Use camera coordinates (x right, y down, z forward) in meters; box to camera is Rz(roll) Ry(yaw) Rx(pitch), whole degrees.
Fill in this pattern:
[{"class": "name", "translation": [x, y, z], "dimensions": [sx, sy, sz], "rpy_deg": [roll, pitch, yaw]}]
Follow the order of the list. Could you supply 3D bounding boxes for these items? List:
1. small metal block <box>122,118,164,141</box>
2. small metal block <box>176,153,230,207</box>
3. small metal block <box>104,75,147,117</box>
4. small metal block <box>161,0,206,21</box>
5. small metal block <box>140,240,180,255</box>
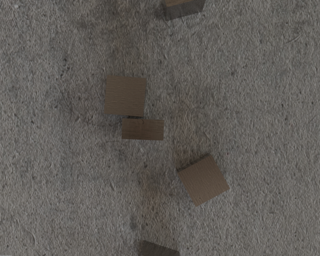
[{"class": "small metal block", "translation": [-0.021, 0.002, 0.397], "dimensions": [0.050, 0.050, 0.025], "rpy_deg": [2, 90, 0]}, {"class": "small metal block", "translation": [0.056, 0.068, 0.410], "dimensions": [0.050, 0.025, 0.050], "rpy_deg": [-28, 90, 0]}, {"class": "small metal block", "translation": [-0.045, -0.041, 0.409], "dimensions": [0.050, 0.025, 0.050], "rpy_deg": [5, 90, 0]}, {"class": "small metal block", "translation": [0.029, -0.164, 0.397], "dimensions": [0.050, 0.050, 0.025], "rpy_deg": [-15, 90, 0]}, {"class": "small metal block", "translation": [-0.002, 0.173, 0.397], "dimensions": [0.050, 0.050, 0.025], "rpy_deg": [18, 90, 0]}]
